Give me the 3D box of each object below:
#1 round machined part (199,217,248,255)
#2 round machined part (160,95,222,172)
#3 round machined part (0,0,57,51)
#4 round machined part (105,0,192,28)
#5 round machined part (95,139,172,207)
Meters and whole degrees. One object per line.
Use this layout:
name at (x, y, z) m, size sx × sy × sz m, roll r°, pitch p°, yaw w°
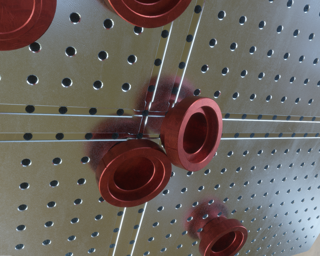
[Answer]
round machined part at (0.117, 0.212, 0.598) m, size 0.099 × 0.042 × 0.097 m, roll -14°, pitch 125°, yaw -21°
round machined part at (0.038, 0.005, 0.411) m, size 0.099 × 0.042 × 0.097 m, roll -17°, pitch 113°, yaw -44°
round machined part at (-0.137, -0.112, 0.257) m, size 0.099 × 0.042 × 0.097 m, roll -14°, pitch 125°, yaw -21°
round machined part at (-0.014, -0.151, 0.300) m, size 0.099 × 0.042 × 0.097 m, roll -14°, pitch 125°, yaw -21°
round machined part at (-0.037, 0.055, 0.413) m, size 0.099 × 0.042 × 0.097 m, roll -13°, pitch 125°, yaw -19°
